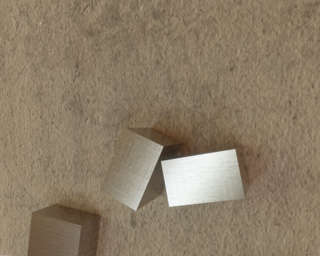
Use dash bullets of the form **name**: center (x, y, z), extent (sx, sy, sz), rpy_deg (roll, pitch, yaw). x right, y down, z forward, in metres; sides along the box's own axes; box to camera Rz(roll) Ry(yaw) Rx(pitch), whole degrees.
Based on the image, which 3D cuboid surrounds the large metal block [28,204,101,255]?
- **large metal block**: center (-0.137, 0.162, 0.442), extent (0.080, 0.050, 0.079), rpy_deg (8, 93, 19)

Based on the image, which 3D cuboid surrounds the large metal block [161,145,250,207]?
- **large metal block**: center (0.056, 0.053, 0.359), extent (0.080, 0.080, 0.050), rpy_deg (-11, 86, 19)

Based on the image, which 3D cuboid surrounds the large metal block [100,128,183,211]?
- **large metal block**: center (-0.020, 0.046, 0.386), extent (0.050, 0.080, 0.080), rpy_deg (25, 98, 18)
